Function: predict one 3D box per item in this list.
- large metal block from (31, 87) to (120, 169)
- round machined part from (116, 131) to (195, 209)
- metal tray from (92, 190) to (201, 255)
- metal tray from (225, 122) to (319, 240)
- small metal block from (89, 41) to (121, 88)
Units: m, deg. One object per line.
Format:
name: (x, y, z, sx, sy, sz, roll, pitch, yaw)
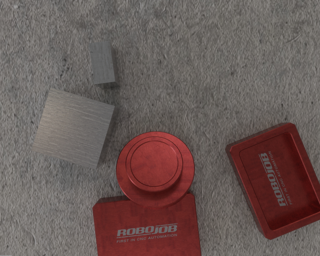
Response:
large metal block: (-0.104, 0.000, 0.397, 0.080, 0.050, 0.080, 17, 90, 0)
round machined part: (-0.006, 0.049, 0.385, 0.099, 0.042, 0.098, -1, 68, 2)
metal tray: (-0.016, 0.133, 0.407, 0.131, 0.030, 0.089, -6, 90, 0)
metal tray: (0.153, 0.068, 0.408, 0.090, 0.030, 0.129, -23, 90, 0)
small metal block: (-0.070, -0.079, 0.397, 0.025, 0.050, 0.050, -8, 90, 0)
